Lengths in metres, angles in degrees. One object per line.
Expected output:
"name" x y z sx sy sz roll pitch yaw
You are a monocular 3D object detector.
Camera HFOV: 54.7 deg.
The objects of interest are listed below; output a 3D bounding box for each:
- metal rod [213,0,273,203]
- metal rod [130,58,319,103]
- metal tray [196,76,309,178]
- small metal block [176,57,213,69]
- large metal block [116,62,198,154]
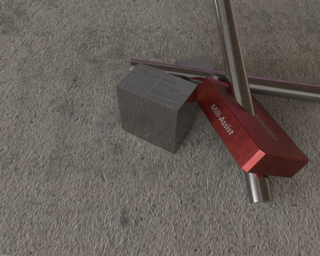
"metal rod" 0.097 -0.060 0.387 0.025 0.025 0.299 -4 71 -4
"metal rod" 0.109 -0.064 0.436 0.302 0.025 0.025 8 50 -3
"metal tray" 0.104 -0.003 0.369 0.091 0.030 0.130 12 36 -36
"small metal block" 0.054 -0.081 0.472 0.050 0.025 0.050 -8 51 -7
"large metal block" -0.003 -0.024 0.388 0.080 0.080 0.050 24 54 19
